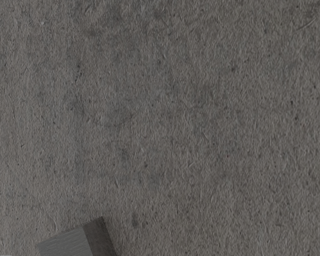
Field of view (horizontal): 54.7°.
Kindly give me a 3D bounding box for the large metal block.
[{"bbox_3d":[-0.112,0.181,0.435,0.080,0.050,0.080,-25,82,18],"label":"large metal block"}]
